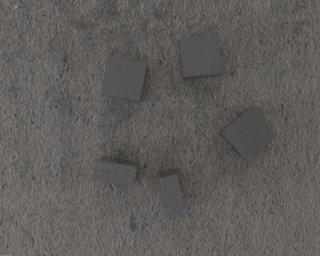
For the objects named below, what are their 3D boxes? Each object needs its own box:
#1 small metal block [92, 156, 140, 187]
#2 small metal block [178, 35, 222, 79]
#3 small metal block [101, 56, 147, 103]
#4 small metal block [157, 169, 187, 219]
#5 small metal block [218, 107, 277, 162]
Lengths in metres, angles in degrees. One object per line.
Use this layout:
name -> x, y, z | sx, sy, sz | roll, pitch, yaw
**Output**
small metal block -> -0.054, 0.055, 0.397 | 0.050, 0.050, 0.025 | 10, 90, 0
small metal block -> 0.053, -0.093, 0.410 | 0.050, 0.025, 0.050 | -6, 90, 0
small metal block -> -0.046, -0.063, 0.409 | 0.050, 0.025, 0.050 | 11, 90, 0
small metal block -> 0.014, 0.083, 0.398 | 0.025, 0.050, 0.050 | -14, 90, 0
small metal block -> 0.115, 0.008, 0.411 | 0.050, 0.025, 0.050 | -41, 90, 0
